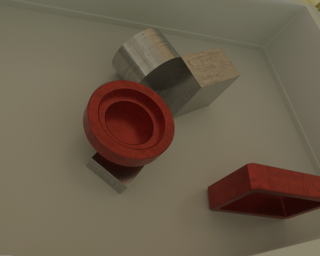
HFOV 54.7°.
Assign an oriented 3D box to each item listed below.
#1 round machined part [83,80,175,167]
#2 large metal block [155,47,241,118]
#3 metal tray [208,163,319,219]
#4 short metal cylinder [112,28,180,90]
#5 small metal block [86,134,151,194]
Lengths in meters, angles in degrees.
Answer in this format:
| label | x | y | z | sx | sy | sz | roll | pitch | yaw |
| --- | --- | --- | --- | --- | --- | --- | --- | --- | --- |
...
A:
| label | x | y | z | sx | sy | sz | roll | pitch | yaw |
| --- | --- | --- | --- | --- | --- | --- | --- | --- | --- |
| round machined part | -0.037 | -0.002 | 0.345 | 0.099 | 0.042 | 0.098 | 14 | 55 | -21 |
| large metal block | 0.052 | -0.063 | 0.439 | 0.081 | 0.080 | 0.050 | -21 | 73 | -36 |
| metal tray | 0.139 | 0.084 | 0.389 | 0.131 | 0.090 | 0.030 | 13 | 57 | -22 |
| short metal cylinder | -0.017 | -0.086 | 0.416 | 0.081 | 0.080 | 0.050 | -29 | 78 | -38 |
| small metal block | -0.047 | 0.039 | 0.358 | 0.050 | 0.025 | 0.050 | 40 | 51 | -1 |
